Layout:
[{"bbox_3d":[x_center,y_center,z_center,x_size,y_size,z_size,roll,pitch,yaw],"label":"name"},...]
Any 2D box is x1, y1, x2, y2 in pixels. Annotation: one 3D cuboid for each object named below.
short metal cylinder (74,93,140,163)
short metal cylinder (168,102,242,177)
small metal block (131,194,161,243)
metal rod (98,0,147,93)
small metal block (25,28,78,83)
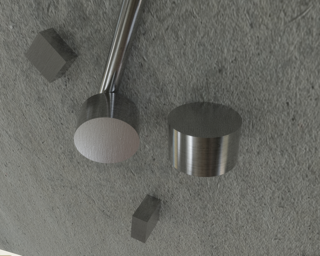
[{"bbox_3d":[-0.067,0.001,0.404,0.081,0.050,0.079,-2,132,-2],"label":"short metal cylinder"},{"bbox_3d":[0.049,0.010,0.351,0.080,0.080,0.050,12,123,21],"label":"short metal cylinder"},{"bbox_3d":[-0.022,0.143,0.489,0.025,0.050,0.050,19,126,17],"label":"small metal block"},{"bbox_3d":[-0.038,-0.115,0.353,0.025,0.025,0.298,31,128,8],"label":"metal rod"},{"bbox_3d":[-0.148,-0.098,0.422,0.050,0.025,0.050,49,128,-7],"label":"small metal block"}]
